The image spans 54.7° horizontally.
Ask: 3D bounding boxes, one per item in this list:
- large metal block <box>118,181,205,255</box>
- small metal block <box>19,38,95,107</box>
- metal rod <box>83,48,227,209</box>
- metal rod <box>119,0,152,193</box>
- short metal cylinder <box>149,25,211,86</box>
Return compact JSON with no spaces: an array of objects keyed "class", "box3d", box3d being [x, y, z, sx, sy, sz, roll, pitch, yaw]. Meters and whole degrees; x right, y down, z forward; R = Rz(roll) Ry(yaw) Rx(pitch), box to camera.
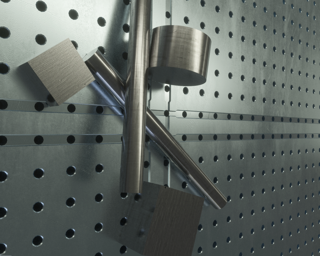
[{"class":"large metal block","box3d":[0.004,0.117,0.396,0.080,0.050,0.080,25,74,-37]},{"class":"small metal block","box3d":[-0.105,-0.057,0.321,0.050,0.025,0.050,-45,117,-31]},{"class":"metal rod","box3d":[0.008,0.018,0.415,0.300,0.025,0.025,49,61,-29]},{"class":"metal rod","box3d":[-0.025,-0.077,0.360,0.025,0.025,0.299,13,74,-39]},{"class":"short metal cylinder","box3d":[0.022,-0.088,0.391,0.081,0.080,0.050,14,82,-39]}]
